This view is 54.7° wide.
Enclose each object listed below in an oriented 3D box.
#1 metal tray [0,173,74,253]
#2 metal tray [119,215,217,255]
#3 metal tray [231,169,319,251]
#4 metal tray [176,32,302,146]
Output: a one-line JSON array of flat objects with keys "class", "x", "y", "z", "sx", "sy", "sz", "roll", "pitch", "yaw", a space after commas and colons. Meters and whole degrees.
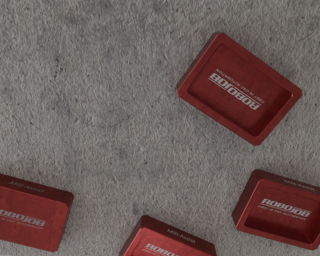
[{"class": "metal tray", "x": -0.201, "y": 0.123, "z": 0.450, "sx": 0.131, "sy": 0.030, "sz": 0.089, "roll": 17, "pitch": 109, "yaw": -7}, {"class": "metal tray", "x": 0.011, "y": 0.200, "z": 0.480, "sx": 0.131, "sy": 0.030, "sz": 0.089, "roll": 26, "pitch": 108, "yaw": -10}, {"class": "metal tray", "x": 0.183, "y": 0.121, "z": 0.453, "sx": 0.131, "sy": 0.030, "sz": 0.089, "roll": 17, "pitch": 109, "yaw": -7}, {"class": "metal tray", "x": 0.097, "y": -0.047, "z": 0.390, "sx": 0.130, "sy": 0.030, "sz": 0.090, "roll": 32, "pitch": 107, "yaw": -11}]
